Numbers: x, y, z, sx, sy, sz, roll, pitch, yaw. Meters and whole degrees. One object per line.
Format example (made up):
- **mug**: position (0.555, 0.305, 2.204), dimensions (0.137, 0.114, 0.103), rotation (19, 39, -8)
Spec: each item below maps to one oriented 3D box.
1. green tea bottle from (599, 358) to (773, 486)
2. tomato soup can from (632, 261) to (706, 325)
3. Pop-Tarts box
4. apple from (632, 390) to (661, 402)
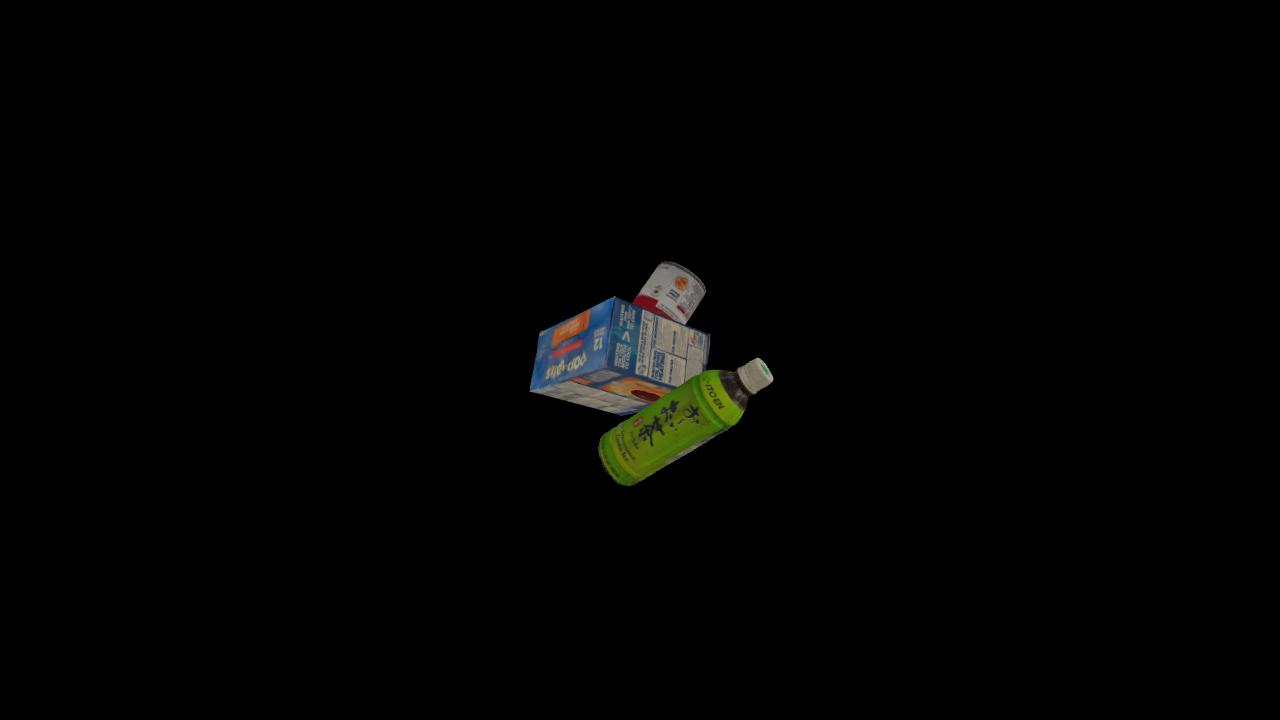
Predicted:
- **green tea bottle**: position (0.052, 0.065, 0.681), dimensions (0.212, 0.073, 0.073), rotation (-33, -14, 22)
- **tomato soup can**: position (0.024, -0.056, 0.714), dimensions (0.068, 0.101, 0.068), rotation (32, -13, 8)
- **Pop-Tarts box**: position (-0.026, 0.004, 0.729), dimensions (0.141, 0.083, 0.167), rotation (18, -22, -33)
- **apple**: position (0.020, 0.009, 0.716), dimensions (0.079, 0.079, 0.093), rotation (0, 12, 45)
